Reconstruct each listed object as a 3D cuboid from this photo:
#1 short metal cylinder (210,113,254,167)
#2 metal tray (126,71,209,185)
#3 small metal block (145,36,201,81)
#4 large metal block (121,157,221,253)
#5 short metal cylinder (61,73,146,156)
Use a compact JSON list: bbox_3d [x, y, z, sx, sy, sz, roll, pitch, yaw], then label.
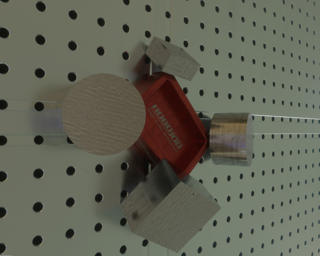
[{"bbox_3d":[0.109,0.017,0.464,0.080,0.050,0.079,0,90,-66],"label":"short metal cylinder"},{"bbox_3d":[0.010,0.001,0.413,0.090,0.030,0.130,-49,119,-29],"label":"metal tray"},{"bbox_3d":[0.017,-0.090,0.403,0.050,0.050,0.025,11,121,-39],"label":"small metal block"},{"bbox_3d":[0.013,0.096,0.382,0.080,0.050,0.080,-48,124,6],"label":"large metal block"},{"bbox_3d":[-0.059,-0.013,0.324,0.081,0.050,0.079,0,91,-15],"label":"short metal cylinder"}]
